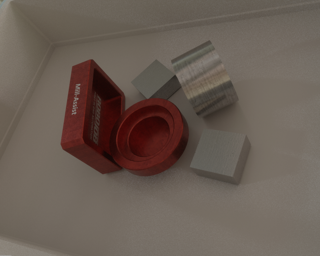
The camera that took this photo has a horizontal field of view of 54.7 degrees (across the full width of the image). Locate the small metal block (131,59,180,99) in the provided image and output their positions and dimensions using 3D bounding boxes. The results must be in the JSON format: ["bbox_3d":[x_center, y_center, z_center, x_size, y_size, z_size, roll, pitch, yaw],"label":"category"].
[{"bbox_3d":[-0.006,-0.064,0.444,0.050,0.025,0.050,-42,50,-1],"label":"small metal block"}]

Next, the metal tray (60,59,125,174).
[{"bbox_3d":[-0.083,-0.015,0.413,0.030,0.090,0.130,-16,55,20],"label":"metal tray"}]

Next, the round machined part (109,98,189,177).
[{"bbox_3d":[-0.010,0.015,0.386,0.098,0.042,0.098,-13,56,20],"label":"round machined part"}]

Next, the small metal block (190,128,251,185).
[{"bbox_3d":[0.068,0.031,0.348,0.050,0.025,0.050,9,66,33],"label":"small metal block"}]

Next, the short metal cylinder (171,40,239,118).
[{"bbox_3d":[0.054,-0.058,0.375,0.050,0.080,0.080,-26,53,12],"label":"short metal cylinder"}]
